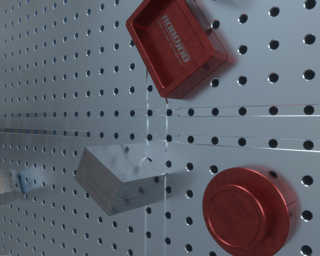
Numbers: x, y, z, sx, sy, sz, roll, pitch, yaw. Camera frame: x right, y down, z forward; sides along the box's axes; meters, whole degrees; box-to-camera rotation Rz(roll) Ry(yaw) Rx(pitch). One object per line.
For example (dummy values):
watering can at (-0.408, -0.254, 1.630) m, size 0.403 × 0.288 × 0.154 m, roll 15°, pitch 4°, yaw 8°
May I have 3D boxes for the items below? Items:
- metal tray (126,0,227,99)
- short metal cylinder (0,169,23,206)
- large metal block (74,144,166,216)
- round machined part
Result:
metal tray at (0.015, -0.113, 0.393) m, size 0.090 × 0.030 × 0.130 m, roll -38°, pitch 67°, yaw 33°
short metal cylinder at (-0.339, 0.128, 0.654) m, size 0.080 × 0.081 × 0.050 m, roll -38°, pitch 67°, yaw 33°
large metal block at (-0.054, 0.065, 0.418) m, size 0.080 × 0.081 × 0.050 m, roll 35°, pitch 112°, yaw 34°
round machined part at (0.086, 0.091, 0.327) m, size 0.098 × 0.042 × 0.097 m, roll 0°, pitch 90°, yaw 40°
